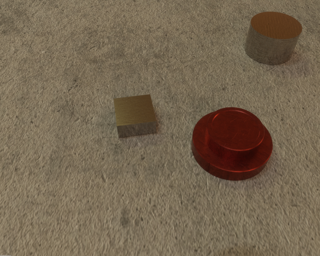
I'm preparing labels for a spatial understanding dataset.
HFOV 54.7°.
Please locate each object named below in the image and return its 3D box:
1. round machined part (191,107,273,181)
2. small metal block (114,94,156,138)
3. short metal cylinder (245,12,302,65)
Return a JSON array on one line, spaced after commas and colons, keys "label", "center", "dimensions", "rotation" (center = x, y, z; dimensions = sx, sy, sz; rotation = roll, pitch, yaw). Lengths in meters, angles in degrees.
[{"label": "round machined part", "center": [0.090, 0.012, 0.383], "dimensions": [0.099, 0.042, 0.098], "rotation": [0, 50, 0]}, {"label": "small metal block", "center": [-0.034, -0.016, 0.417], "dimensions": [0.050, 0.025, 0.050], "rotation": [-7, 51, -7]}, {"label": "short metal cylinder", "center": [0.186, -0.150, 0.515], "dimensions": [0.081, 0.050, 0.080], "rotation": [0, 50, 0]}]
